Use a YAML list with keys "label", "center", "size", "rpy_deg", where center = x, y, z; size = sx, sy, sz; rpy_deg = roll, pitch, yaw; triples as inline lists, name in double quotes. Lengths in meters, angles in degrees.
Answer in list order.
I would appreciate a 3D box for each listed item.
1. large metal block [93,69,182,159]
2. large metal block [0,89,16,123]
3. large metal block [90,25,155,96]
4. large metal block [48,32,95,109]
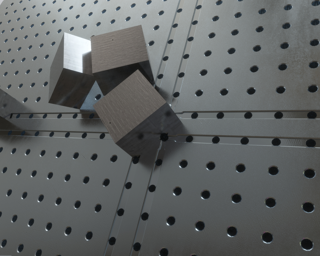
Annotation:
- label: "large metal block"
  center: [-0.032, -0.019, 0.419]
  size: [0.080, 0.050, 0.080]
  rpy_deg: [-39, 51, 1]
- label: "large metal block"
  center: [-0.335, -0.046, 0.573]
  size: [0.080, 0.080, 0.050]
  rpy_deg: [-11, 57, 22]
- label: "large metal block"
  center: [-0.057, -0.103, 0.471]
  size: [0.080, 0.050, 0.080]
  rpy_deg: [-13, 55, 2]
- label: "large metal block"
  center: [-0.140, -0.090, 0.495]
  size: [0.080, 0.050, 0.080]
  rpy_deg: [-49, 41, 41]
